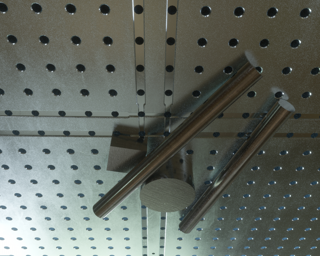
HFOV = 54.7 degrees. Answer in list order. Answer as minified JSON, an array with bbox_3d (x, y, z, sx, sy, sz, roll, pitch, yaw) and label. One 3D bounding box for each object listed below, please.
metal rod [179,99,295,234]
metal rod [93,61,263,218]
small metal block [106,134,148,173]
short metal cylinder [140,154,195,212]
[{"bbox_3d":[0.103,0.077,0.478,0.025,0.025,0.298,17,128,-15],"label":"metal rod"},{"bbox_3d":[0.010,0.028,0.410,0.025,0.025,0.299,35,114,-26],"label":"metal rod"},{"bbox_3d":[-0.048,0.039,0.444,0.050,0.025,0.050,9,130,-8],"label":"small metal block"},{"bbox_3d":[0.011,0.083,0.466,0.081,0.050,0.079,-1,130,0],"label":"short metal cylinder"}]
